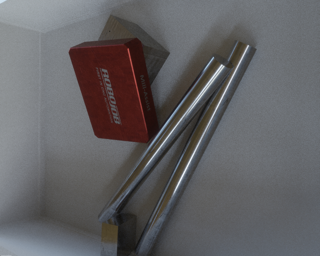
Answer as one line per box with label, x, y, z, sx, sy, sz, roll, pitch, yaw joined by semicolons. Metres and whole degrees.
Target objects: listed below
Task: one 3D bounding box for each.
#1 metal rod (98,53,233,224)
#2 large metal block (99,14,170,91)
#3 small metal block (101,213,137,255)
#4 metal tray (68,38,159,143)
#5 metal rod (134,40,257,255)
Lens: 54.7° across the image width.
metal rod;-0.009;0.035;0.395;0.025;0.025;0.298;53;126;26
large metal block;-0.046;-0.095;0.426;0.080;0.050;0.080;48;118;29
small metal block;-0.057;0.152;0.432;0.025;0.050;0.050;4;92;24
metal tray;-0.057;-0.046;0.401;0.090;0.030;0.129;4;121;28
metal rod;0.034;0.040;0.376;0.025;0.025;0.298;37;112;33
